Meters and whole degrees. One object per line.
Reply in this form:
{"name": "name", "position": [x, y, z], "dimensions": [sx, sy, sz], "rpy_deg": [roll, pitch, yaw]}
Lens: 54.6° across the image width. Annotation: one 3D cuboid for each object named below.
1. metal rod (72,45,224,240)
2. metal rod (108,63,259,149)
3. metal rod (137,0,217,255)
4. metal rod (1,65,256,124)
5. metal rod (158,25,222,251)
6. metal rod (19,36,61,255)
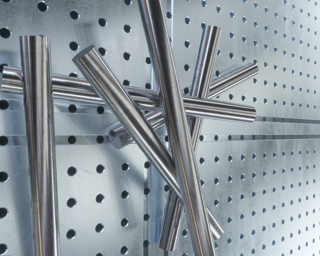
{"name": "metal rod", "position": [0.004, 0.038, 0.358], "dimensions": [0.025, 0.025, 0.300], "rpy_deg": [-52, 124, -27]}
{"name": "metal rod", "position": [0.054, -0.044, 0.452], "dimensions": [0.302, 0.025, 0.025], "rpy_deg": [-28, 108, -36]}
{"name": "metal rod", "position": [0.021, 0.006, 0.343], "dimensions": [0.025, 0.025, 0.298], "rpy_deg": [-18, 99, -38]}
{"name": "metal rod", "position": [-0.012, -0.032, 0.355], "dimensions": [0.302, 0.025, 0.025], "rpy_deg": [6, 86, -27]}
{"name": "metal rod", "position": [0.040, 0.014, 0.415], "dimensions": [0.025, 0.025, 0.299], "rpy_deg": [12, 91, -39]}
{"name": "metal rod", "position": [-0.110, 0.068, 0.294], "dimensions": [0.025, 0.025, 0.298], "rpy_deg": [-7, 102, -40]}
